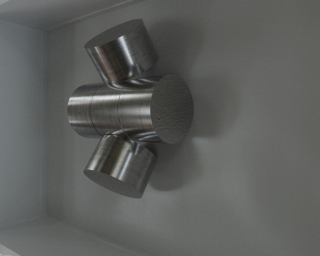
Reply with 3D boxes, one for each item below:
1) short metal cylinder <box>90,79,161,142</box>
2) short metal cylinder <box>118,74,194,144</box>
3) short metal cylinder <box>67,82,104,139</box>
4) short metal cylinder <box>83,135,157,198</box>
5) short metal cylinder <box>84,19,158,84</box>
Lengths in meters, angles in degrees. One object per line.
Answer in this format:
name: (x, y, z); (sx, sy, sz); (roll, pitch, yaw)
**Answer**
short metal cylinder: (-0.042, -0.023, 0.404); (0.050, 0.081, 0.079); (2, 91, 40)
short metal cylinder: (-0.003, -0.022, 0.372); (0.050, 0.081, 0.079); (2, 91, 40)
short metal cylinder: (-0.081, -0.024, 0.436); (0.050, 0.081, 0.079); (2, 91, 40)
short metal cylinder: (-0.051, 0.051, 0.401); (0.080, 0.080, 0.050); (0, 56, 40)
short metal cylinder: (-0.049, -0.099, 0.400); (0.080, 0.080, 0.050); (3, 129, 40)
